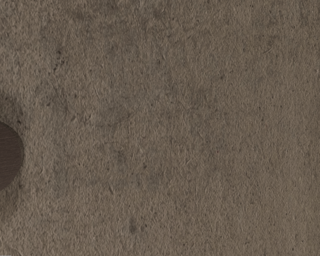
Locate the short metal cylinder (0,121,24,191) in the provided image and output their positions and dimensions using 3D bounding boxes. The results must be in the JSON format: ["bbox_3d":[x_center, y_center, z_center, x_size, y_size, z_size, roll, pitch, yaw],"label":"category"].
[{"bbox_3d":[-0.189,0.029,0.326,0.081,0.050,0.079,0,90,-21],"label":"short metal cylinder"}]
